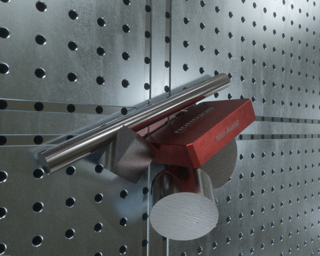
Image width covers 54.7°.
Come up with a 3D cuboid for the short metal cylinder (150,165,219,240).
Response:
[{"bbox_3d":[0.028,0.092,0.384,0.080,0.080,0.050,55,17,-26],"label":"short metal cylinder"}]

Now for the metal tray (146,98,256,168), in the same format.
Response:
[{"bbox_3d":[0.053,0.002,0.406,0.131,0.090,0.030,-33,111,-35],"label":"metal tray"}]

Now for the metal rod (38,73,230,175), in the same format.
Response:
[{"bbox_3d":[-0.008,-0.020,0.398,0.302,0.025,0.025,-27,107,-37],"label":"metal rod"}]

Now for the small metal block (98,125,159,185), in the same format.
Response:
[{"bbox_3d":[-0.035,0.032,0.359,0.050,0.025,0.050,-56,143,-7],"label":"small metal block"}]

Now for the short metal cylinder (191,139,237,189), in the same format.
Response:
[{"bbox_3d":[0.065,0.040,0.436,0.081,0.050,0.079,-11,106,-42],"label":"short metal cylinder"}]
